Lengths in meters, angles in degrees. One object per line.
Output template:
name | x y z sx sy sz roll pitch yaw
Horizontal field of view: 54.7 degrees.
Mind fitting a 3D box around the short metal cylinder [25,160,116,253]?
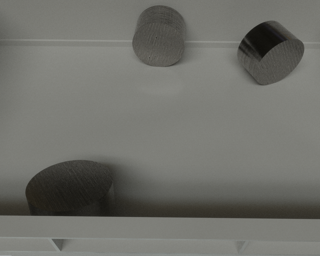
short metal cylinder | -0.085 0.074 0.308 0.080 0.050 0.080 0 27 0

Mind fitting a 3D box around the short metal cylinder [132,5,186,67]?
short metal cylinder | 0.000 -0.144 0.490 0.080 0.080 0.050 4 50 3

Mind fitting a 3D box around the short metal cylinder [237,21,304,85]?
short metal cylinder | 0.164 -0.112 0.464 0.081 0.080 0.050 -17 52 -14
